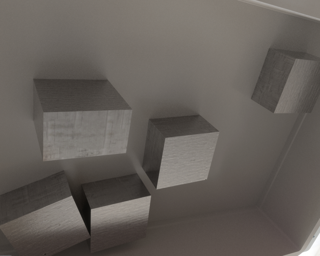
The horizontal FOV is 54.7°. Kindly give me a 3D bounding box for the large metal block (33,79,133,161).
[{"bbox_3d":[-0.084,-0.013,0.320,0.081,0.080,0.050,-4,120,-27],"label":"large metal block"}]

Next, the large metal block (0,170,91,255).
[{"bbox_3d":[-0.142,0.111,0.385,0.081,0.050,0.079,-21,127,-16],"label":"large metal block"}]

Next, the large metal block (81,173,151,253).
[{"bbox_3d":[-0.063,0.117,0.432,0.081,0.050,0.079,-7,122,-25],"label":"large metal block"}]

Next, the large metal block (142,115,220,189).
[{"bbox_3d":[0.026,0.031,0.428,0.081,0.050,0.079,-6,121,-26],"label":"large metal block"}]

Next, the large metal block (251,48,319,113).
[{"bbox_3d":[0.194,-0.069,0.459,0.081,0.050,0.079,-2,119,-28],"label":"large metal block"}]
